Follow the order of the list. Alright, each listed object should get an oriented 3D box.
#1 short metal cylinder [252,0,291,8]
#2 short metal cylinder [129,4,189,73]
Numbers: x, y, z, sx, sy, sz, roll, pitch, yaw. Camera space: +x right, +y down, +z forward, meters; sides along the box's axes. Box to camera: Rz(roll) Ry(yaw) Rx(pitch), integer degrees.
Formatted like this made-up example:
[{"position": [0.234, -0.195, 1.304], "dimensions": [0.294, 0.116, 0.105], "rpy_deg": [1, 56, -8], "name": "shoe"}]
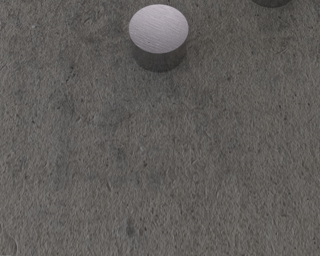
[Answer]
[{"position": [0.179, -0.237, 0.482], "dimensions": [0.081, 0.050, 0.080], "rpy_deg": [0, 70, 0], "name": "short metal cylinder"}, {"position": [-0.002, -0.126, 0.441], "dimensions": [0.081, 0.050, 0.080], "rpy_deg": [0, 70, 0], "name": "short metal cylinder"}]
